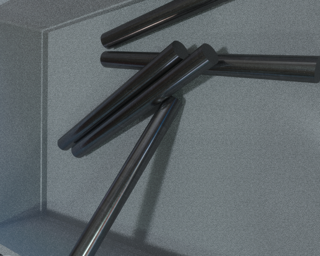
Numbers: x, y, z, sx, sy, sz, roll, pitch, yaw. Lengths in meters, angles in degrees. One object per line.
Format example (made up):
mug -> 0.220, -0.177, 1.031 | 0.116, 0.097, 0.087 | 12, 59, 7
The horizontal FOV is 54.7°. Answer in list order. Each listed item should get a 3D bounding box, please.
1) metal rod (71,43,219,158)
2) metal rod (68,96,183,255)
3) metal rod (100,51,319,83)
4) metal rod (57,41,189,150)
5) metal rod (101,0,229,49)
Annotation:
metal rod -> -0.043, -0.019, 0.421 | 0.299, 0.025, 0.025 | -31, 71, 42
metal rod -> -0.057, 0.090, 0.363 | 0.025, 0.025, 0.300 | 21, 74, 38
metal rod -> 0.032, -0.079, 0.379 | 0.300, 0.025, 0.025 | 13, 98, 39
metal rod -> -0.073, -0.030, 0.448 | 0.299, 0.025, 0.025 | -31, 71, 41
metal rod -> 0.034, -0.150, 0.378 | 0.300, 0.025, 0.025 | -8, 85, 39
